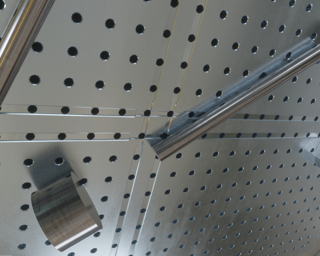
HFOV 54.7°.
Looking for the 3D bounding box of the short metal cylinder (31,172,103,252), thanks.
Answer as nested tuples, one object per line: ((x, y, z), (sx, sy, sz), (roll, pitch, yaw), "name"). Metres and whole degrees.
((-0.112, 0.100, 0.377), (0.050, 0.080, 0.080), (-29, 128, -10), "short metal cylinder")

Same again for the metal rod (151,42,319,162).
((0.122, -0.042, 0.451), (0.301, 0.025, 0.025), (-32, 129, -8), "metal rod")

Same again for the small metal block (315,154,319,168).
((0.356, 0.068, 0.632), (0.050, 0.050, 0.025), (-27, 128, -11), "small metal block")

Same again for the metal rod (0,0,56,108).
((-0.166, -0.030, 0.301), (0.025, 0.025, 0.299), (24, 105, -37), "metal rod")
